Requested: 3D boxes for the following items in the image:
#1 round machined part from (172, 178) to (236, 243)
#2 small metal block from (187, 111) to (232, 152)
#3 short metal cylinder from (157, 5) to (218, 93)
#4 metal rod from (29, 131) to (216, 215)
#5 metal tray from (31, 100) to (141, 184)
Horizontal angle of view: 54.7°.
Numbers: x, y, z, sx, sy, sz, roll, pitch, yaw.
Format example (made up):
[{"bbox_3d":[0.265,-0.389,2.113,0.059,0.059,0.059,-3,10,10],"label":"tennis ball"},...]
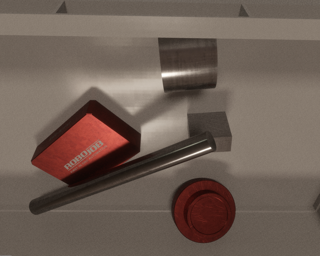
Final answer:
[{"bbox_3d":[0.070,0.128,0.474,0.099,0.042,0.097,0,90,-8],"label":"round machined part"},{"bbox_3d":[0.062,0.005,0.398,0.050,0.050,0.025,-3,130,2],"label":"small metal block"},{"bbox_3d":[0.026,-0.077,0.308,0.050,0.080,0.080,-5,130,4],"label":"short metal cylinder"},{"bbox_3d":[-0.067,0.068,0.416,0.300,0.025,0.025,-23,127,25],"label":"metal rod"},{"bbox_3d":[-0.102,0.029,0.429,0.130,0.030,0.090,-36,122,26],"label":"metal tray"}]
